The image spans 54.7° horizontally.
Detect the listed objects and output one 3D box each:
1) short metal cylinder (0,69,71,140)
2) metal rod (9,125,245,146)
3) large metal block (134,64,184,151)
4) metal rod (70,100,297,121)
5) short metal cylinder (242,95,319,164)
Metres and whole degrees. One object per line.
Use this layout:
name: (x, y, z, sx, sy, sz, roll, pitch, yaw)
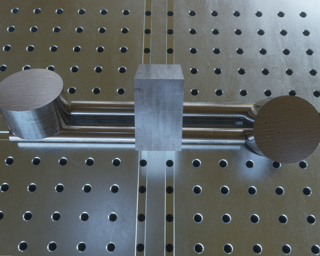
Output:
short metal cylinder: (-0.159, -0.031, 0.393, 0.081, 0.050, 0.080, 0, 47, 0)
metal rod: (-0.042, 0.009, 0.407, 0.302, 0.025, 0.025, 1, 70, 0)
large metal block: (-0.001, -0.027, 0.360, 0.050, 0.080, 0.079, 1, 112, 0)
metal rod: (0.033, -0.023, 0.420, 0.302, 0.025, 0.025, 1, 70, 0)
short metal cylinder: (0.149, 0.001, 0.385, 0.081, 0.050, 0.079, 0, 92, 0)
